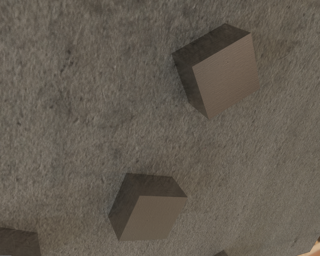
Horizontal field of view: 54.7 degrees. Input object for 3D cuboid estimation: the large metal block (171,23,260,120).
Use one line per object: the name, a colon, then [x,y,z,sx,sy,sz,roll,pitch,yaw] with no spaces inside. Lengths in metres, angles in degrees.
large metal block: [0.072,-0.071,0.388,0.080,0.050,0.080,-31,129,-8]

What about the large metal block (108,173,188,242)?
large metal block: [-0.019,0.116,0.454,0.081,0.050,0.079,11,113,-33]

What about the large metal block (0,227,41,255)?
large metal block: [-0.207,0.172,0.384,0.080,0.050,0.080,27,103,-38]

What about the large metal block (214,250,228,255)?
large metal block: [0.118,0.320,0.656,0.081,0.050,0.080,-23,127,-15]
